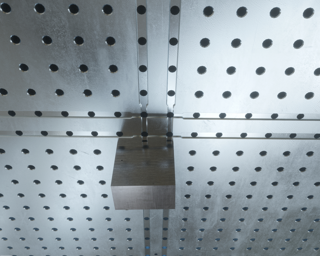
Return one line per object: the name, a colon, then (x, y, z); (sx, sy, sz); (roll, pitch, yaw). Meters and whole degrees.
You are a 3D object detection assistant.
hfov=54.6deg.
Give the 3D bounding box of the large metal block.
large metal block: (-0.020, 0.065, 0.430); (0.080, 0.080, 0.050); (-1, 130, 1)
